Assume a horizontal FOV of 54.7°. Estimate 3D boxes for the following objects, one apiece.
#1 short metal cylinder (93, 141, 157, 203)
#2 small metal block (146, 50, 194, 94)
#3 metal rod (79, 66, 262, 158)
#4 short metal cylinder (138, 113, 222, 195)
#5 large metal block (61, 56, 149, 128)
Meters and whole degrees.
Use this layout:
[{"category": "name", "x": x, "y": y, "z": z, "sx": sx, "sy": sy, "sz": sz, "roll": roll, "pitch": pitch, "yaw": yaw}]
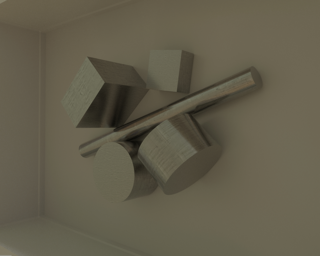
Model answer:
[{"category": "short metal cylinder", "x": -0.046, "y": 0.058, "z": 0.424, "sx": 0.080, "sy": 0.050, "sz": 0.079, "roll": 0, "pitch": 90, "yaw": 39}, {"category": "small metal block", "x": 0.012, "y": -0.072, "z": 0.393, "sx": 0.050, "sy": 0.025, "sz": 0.050, "roll": 11, "pitch": 97, "yaw": 39}, {"category": "metal rod", "x": -0.010, "y": -0.008, "z": 0.412, "sx": 0.299, "sy": 0.025, "sz": 0.025, "roll": -22, "pitch": 76, "yaw": 37}, {"category": "short metal cylinder", "x": 0.022, "y": 0.030, "z": 0.349, "sx": 0.050, "sy": 0.081, "sz": 0.080, "roll": 50, "pitch": 119, "yaw": 28}, {"category": "large metal block", "x": -0.076, "y": -0.046, "z": 0.430, "sx": 0.080, "sy": 0.081, "sz": 0.050, "roll": -51, "pitch": 61, "yaw": 28}]
